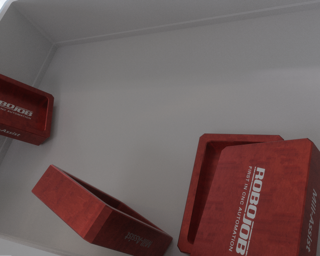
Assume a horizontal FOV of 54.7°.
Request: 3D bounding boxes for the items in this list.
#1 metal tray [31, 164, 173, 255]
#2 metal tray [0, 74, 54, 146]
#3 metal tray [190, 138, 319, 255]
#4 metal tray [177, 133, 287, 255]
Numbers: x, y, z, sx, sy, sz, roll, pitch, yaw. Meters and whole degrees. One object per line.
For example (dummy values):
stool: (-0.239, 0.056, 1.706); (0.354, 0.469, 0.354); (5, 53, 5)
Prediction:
metal tray: (-0.052, 0.089, 0.311); (0.090, 0.130, 0.030); (24, 75, 36)
metal tray: (-0.236, -0.033, 0.481); (0.030, 0.131, 0.090); (-35, 48, 34)
metal tray: (0.082, 0.074, 0.262); (0.090, 0.030, 0.130); (-11, 46, 45)
metal tray: (0.077, 0.070, 0.318); (0.090, 0.030, 0.130); (1, 62, 28)
